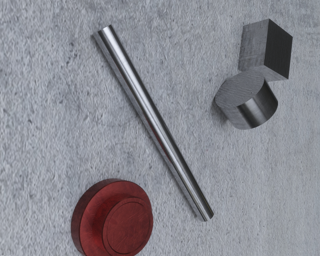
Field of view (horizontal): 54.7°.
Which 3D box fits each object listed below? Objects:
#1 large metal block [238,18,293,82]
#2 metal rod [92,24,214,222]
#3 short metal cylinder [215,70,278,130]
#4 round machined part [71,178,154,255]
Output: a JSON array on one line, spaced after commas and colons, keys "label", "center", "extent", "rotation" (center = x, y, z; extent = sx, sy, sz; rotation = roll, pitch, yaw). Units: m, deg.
[{"label": "large metal block", "center": [0.186, -0.132, 0.544], "extent": [0.081, 0.050, 0.080], "rotation": [15, 81, -39]}, {"label": "metal rod", "center": [0.002, 0.009, 0.406], "extent": [0.025, 0.025, 0.299], "rotation": [-43, 116, -31]}, {"label": "short metal cylinder", "center": [0.134, -0.044, 0.481], "extent": [0.050, 0.080, 0.080], "rotation": [48, 62, -30]}, {"label": "round machined part", "center": [-0.047, 0.109, 0.355], "extent": [0.099, 0.042, 0.097], "rotation": [0, 90, -40]}]
